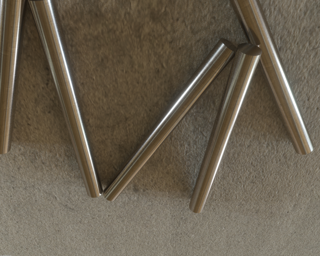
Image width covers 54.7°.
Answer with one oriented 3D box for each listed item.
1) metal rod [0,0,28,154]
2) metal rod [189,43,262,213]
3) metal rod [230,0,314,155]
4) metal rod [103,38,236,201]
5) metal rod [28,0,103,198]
[{"bbox_3d":[-0.164,-0.079,0.336,0.025,0.025,0.298,16,128,-14],"label":"metal rod"},{"bbox_3d":[0.076,0.026,0.417,0.025,0.025,0.298,4,134,-4],"label":"metal rod"},{"bbox_3d":[0.125,-0.070,0.349,0.025,0.025,0.300,-25,126,19],"label":"metal rod"},{"bbox_3d":[-0.003,0.009,0.414,0.025,0.025,0.298,25,126,-20],"label":"metal rod"},{"bbox_3d":[-0.109,-0.013,0.394,0.025,0.025,0.298,-2,130,1],"label":"metal rod"}]
